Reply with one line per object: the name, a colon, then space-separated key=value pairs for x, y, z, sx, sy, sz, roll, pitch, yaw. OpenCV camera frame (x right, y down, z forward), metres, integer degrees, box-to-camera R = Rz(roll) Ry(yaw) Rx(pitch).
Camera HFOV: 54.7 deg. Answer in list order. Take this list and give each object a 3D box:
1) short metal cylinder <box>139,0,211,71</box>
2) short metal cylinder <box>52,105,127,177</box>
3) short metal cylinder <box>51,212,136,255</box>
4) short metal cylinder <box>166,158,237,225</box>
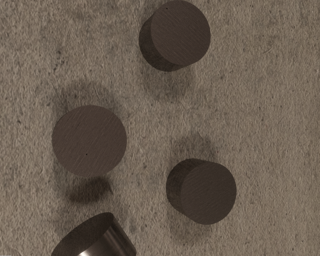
short metal cylinder: x=0.018 y=-0.117 z=0.403 sx=0.081 sy=0.050 sz=0.079 roll=0 pitch=90 yaw=-21
short metal cylinder: x=-0.084 y=0.014 z=0.365 sx=0.081 sy=0.050 sz=0.079 roll=0 pitch=90 yaw=-20
short metal cylinder: x=-0.075 y=0.142 z=0.353 sx=0.080 sy=0.080 sz=0.050 roll=-33 pitch=101 yaw=-17
short metal cylinder: x=0.055 y=0.083 z=0.417 sx=0.081 sy=0.050 sz=0.079 roll=0 pitch=90 yaw=-21
